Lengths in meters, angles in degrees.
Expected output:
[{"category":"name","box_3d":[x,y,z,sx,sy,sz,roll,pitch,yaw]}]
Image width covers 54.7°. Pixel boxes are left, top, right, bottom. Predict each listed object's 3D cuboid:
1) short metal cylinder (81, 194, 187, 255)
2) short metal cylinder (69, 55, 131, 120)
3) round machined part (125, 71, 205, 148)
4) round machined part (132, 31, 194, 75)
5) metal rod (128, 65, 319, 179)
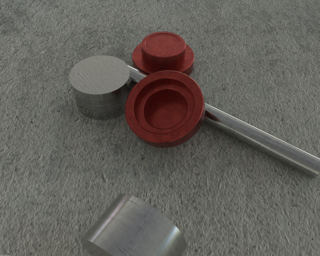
[{"category":"short metal cylinder","box_3d":[-0.023,0.106,0.279,0.080,0.080,0.050,28,55,21]},{"category":"short metal cylinder","box_3d":[-0.081,-0.057,0.434,0.081,0.050,0.080,0,50,0]},{"category":"round machined part","box_3d":[0.009,-0.021,0.396,0.098,0.042,0.098,-5,67,12]},{"category":"round machined part","box_3d":[0.005,-0.116,0.490,0.099,0.042,0.098,0,50,0]},{"category":"metal rod","box_3d":[0.066,-0.019,0.419,0.300,0.025,0.025,29,56,22]}]
